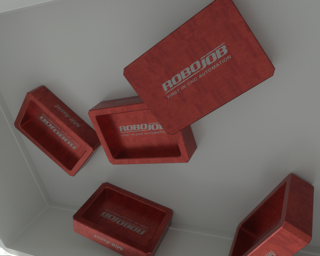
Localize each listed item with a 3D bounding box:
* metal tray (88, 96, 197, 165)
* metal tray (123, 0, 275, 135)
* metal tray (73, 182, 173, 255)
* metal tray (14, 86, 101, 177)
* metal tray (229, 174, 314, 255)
[{"bbox_3d":[-0.025,0.003,0.418,0.130,0.030,0.090,-5,116,30],"label":"metal tray"},{"bbox_3d":[0.038,-0.062,0.325,0.130,0.030,0.090,-32,101,22],"label":"metal tray"},{"bbox_3d":[-0.056,0.144,0.483,0.130,0.090,0.030,19,126,16],"label":"metal tray"},{"bbox_3d":[-0.163,0.007,0.492,0.130,0.030,0.090,42,129,-2],"label":"metal tray"},{"bbox_3d":[0.130,0.126,0.375,0.030,0.090,0.129,32,128,7],"label":"metal tray"}]
